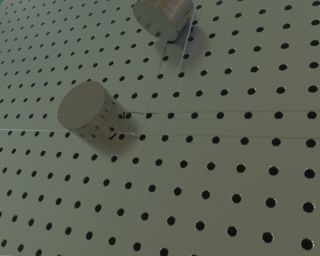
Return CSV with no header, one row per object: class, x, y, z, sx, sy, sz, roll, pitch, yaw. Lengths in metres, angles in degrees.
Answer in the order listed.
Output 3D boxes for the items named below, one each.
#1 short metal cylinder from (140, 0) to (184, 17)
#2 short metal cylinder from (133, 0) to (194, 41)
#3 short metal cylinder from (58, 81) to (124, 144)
short metal cylinder,0.000,-0.243,0.539,0.080,0.050,0.080,-13,57,20
short metal cylinder,0.005,-0.181,0.480,0.080,0.080,0.050,24,75,36
short metal cylinder,-0.102,-0.022,0.457,0.080,0.050,0.080,-13,56,20
